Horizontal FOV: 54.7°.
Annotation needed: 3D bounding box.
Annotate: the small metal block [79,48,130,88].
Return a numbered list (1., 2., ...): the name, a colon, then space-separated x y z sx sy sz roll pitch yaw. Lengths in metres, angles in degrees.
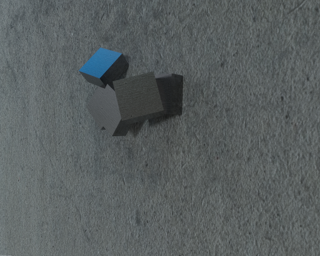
1. small metal block: -0.082 -0.088 0.457 0.050 0.025 0.050 24 68 37

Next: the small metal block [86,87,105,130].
1. small metal block: -0.080 -0.032 0.469 0.050 0.025 0.050 -52 60 27

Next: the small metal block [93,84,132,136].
1. small metal block: -0.058 -0.024 0.418 0.050 0.025 0.050 45 117 30

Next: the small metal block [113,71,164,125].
1. small metal block: -0.026 -0.036 0.377 0.050 0.025 0.050 -14 78 -2

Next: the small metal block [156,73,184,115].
1. small metal block: 0.002 -0.043 0.403 0.050 0.025 0.050 3 92 39
